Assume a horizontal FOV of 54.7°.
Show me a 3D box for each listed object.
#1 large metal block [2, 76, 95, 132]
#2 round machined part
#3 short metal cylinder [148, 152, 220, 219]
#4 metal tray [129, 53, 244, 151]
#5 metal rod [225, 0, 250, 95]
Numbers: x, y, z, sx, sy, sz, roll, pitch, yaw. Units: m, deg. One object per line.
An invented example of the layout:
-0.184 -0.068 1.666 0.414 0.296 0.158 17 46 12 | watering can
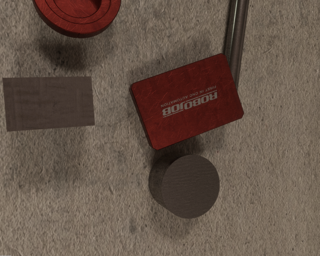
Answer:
-0.119 -0.025 0.336 0.081 0.080 0.050 -5 92 -20 | large metal block
-0.098 -0.154 0.364 0.099 0.042 0.097 0 90 -21 | round machined part
0.031 0.073 0.408 0.081 0.050 0.079 0 90 -21 | short metal cylinder
0.035 -0.035 0.409 0.131 0.030 0.090 -21 97 -9 | metal tray
0.120 -0.197 0.454 0.025 0.025 0.298 9 87 -20 | metal rod
